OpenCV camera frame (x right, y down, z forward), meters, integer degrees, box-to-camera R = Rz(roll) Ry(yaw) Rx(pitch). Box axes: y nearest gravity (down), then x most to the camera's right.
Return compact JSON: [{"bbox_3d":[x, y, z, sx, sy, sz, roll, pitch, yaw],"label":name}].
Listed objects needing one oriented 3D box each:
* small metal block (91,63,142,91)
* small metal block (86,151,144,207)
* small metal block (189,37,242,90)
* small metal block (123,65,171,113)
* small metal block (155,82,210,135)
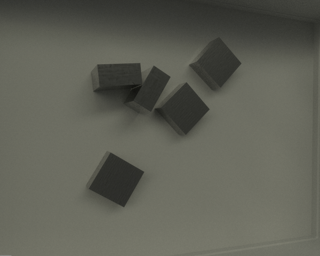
[{"bbox_3d":[-0.054,-0.061,0.378,0.050,0.050,0.025,-6,93,-20],"label":"small metal block"},{"bbox_3d":[-0.056,0.064,0.391,0.050,0.025,0.050,33,79,-17],"label":"small metal block"},{"bbox_3d":[0.079,-0.091,0.441,0.050,0.025,0.050,45,76,-15],"label":"small metal block"},{"bbox_3d":[-0.018,-0.047,0.392,0.025,0.050,0.050,32,80,-18],"label":"small metal block"},{"bbox_3d":[0.030,-0.026,0.423,0.050,0.025,0.050,-46,105,-14],"label":"small metal block"}]
